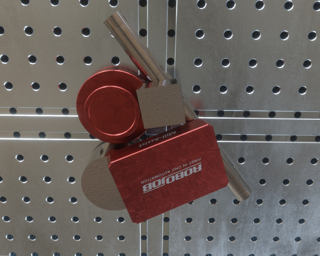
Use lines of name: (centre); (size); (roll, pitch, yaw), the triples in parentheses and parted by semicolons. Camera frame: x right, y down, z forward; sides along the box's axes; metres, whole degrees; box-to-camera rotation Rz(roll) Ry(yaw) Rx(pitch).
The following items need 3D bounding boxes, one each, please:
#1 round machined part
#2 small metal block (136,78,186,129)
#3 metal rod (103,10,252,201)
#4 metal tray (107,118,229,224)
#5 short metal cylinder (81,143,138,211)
round machined part: (-0.057, -0.024, 0.390); (0.099, 0.042, 0.097); (0, 110, 1)
small metal block: (0.003, -0.030, 0.373); (0.050, 0.025, 0.050); (-8, 113, 8)
metal rod: (0.032, -0.017, 0.403); (0.025, 0.025, 0.300); (-35, 107, 12)
metal tray: (0.011, 0.053, 0.385); (0.131, 0.030, 0.090); (-21, 110, -6)
short metal cylinder: (-0.060, 0.063, 0.418); (0.081, 0.050, 0.079); (0, 110, 0)
